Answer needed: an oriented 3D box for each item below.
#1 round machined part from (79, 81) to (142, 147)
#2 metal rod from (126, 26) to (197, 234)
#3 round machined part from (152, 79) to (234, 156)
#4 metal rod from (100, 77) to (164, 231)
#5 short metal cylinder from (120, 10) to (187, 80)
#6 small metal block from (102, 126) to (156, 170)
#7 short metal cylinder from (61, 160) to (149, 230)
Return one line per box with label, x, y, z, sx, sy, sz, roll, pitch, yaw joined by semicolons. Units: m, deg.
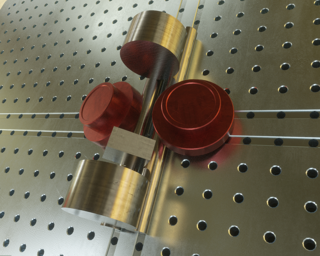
round machined part;-0.075;-0.025;0.437;0.098;0.042;0.098;-24;48;30
metal rod;0.009;-0.015;0.412;0.025;0.025;0.300;1;62;29
round machined part;0.039;-0.019;0.372;0.098;0.042;0.098;-4;62;9
metal rod;-0.023;-0.013;0.427;0.025;0.025;0.300;1;62;29
short metal cylinder;-0.008;-0.109;0.415;0.080;0.080;0.050;1;62;28
small metal block;-0.038;0.025;0.367;0.050;0.050;0.025;20;66;-9
short metal cylinder;-0.057;0.072;0.331;0.080;0.080;0.050;1;62;28
